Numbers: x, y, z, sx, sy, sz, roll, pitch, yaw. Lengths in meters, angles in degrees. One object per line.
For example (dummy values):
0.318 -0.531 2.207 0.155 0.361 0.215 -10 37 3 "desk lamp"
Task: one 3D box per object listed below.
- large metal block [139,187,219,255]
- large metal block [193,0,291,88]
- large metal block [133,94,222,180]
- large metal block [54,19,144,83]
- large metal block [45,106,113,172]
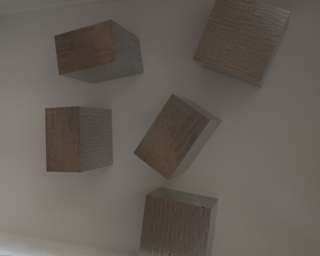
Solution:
0.024 0.125 0.388 0.080 0.050 0.079 8 93 19 "large metal block"
0.095 -0.101 0.363 0.080 0.050 0.080 24 98 18 "large metal block"
0.025 0.010 0.372 0.050 0.080 0.080 36 102 16 "large metal block"
-0.077 -0.095 0.407 0.080 0.080 0.050 -9 87 19 "large metal block"
-0.106 0.014 0.417 0.050 0.080 0.079 -2 90 20 "large metal block"
